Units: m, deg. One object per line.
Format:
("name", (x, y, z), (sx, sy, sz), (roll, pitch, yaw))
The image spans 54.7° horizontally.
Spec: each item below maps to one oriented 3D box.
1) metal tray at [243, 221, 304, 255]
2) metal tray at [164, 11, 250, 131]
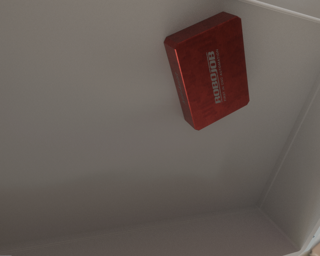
("metal tray", (0.265, 0.262, 0.718), (0.131, 0.030, 0.089), (13, 112, -34))
("metal tray", (0.065, -0.070, 0.400), (0.091, 0.030, 0.129), (-28, 128, -11))
